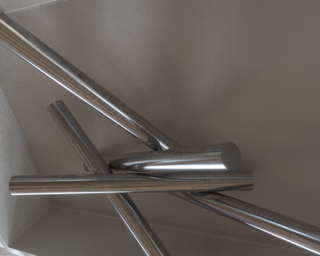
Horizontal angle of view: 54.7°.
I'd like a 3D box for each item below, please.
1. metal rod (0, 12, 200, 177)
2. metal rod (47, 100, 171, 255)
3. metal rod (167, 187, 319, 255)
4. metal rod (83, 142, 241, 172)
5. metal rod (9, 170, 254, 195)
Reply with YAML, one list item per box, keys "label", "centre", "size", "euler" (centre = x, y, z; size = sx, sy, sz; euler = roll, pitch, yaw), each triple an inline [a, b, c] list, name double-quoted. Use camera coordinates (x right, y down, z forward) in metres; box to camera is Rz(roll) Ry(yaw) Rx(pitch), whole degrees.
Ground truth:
- label: "metal rod"
  centre: [-0.044, -0.015, 0.349]
  size: [0.301, 0.025, 0.025]
  euler: [37, 133, -27]
- label: "metal rod"
  centre: [-0.060, 0.085, 0.416]
  size: [0.299, 0.025, 0.025]
  euler: [53, 130, 10]
- label: "metal rod"
  centre: [0.104, 0.098, 0.344]
  size: [0.300, 0.025, 0.025]
  euler: [10, 126, 49]
- label: "metal rod"
  centre: [-0.026, 0.043, 0.388]
  size: [0.299, 0.025, 0.025]
  euler: [-12, 114, 53]
- label: "metal rod"
  centre: [-0.038, 0.069, 0.390]
  size: [0.302, 0.025, 0.025]
  euler: [-2, 120, 4]
